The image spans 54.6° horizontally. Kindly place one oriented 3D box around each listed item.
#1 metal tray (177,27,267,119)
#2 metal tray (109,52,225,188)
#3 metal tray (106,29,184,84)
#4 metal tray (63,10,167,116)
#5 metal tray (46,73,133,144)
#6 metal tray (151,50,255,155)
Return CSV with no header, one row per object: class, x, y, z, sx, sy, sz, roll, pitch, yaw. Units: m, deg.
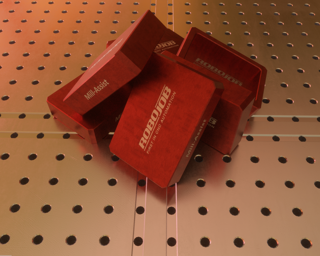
metal tray,0.084,-0.079,0.440,0.130,0.030,0.090,28,52,-6
metal tray,0.004,-0.010,0.354,0.090,0.129,0.030,31,18,24
metal tray,-0.005,-0.109,0.472,0.131,0.030,0.090,-27,57,-38
metal tray,-0.056,-0.075,0.372,0.030,0.130,0.090,42,49,-21
metal tray,-0.080,-0.047,0.443,0.090,0.030,0.131,32,57,23
metal tray,0.045,-0.032,0.391,0.130,0.090,0.030,31,57,23
